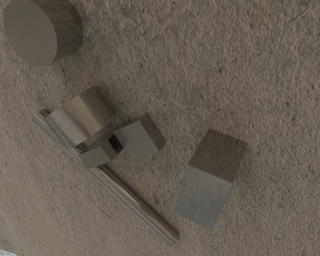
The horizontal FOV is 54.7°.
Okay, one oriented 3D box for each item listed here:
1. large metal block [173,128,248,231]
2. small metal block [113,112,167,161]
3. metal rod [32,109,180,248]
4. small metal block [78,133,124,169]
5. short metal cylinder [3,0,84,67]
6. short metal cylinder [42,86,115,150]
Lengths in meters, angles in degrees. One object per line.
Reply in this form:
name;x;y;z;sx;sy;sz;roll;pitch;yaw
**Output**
large metal block;0.062;0.060;0.375;0.050;0.080;0.079;22;127;15
small metal block;-0.028;0.012;0.427;0.050;0.025;0.050;-22;107;36
metal rod;-0.085;0.082;0.499;0.300;0.025;0.025;44;129;-3
small metal block;-0.081;0.030;0.450;0.050;0.050;0.025;-21;107;35
short metal cylinder;-0.145;-0.124;0.388;0.080;0.050;0.079;13;124;20
short metal cylinder;-0.108;-0.014;0.418;0.080;0.080;0.050;-25;105;36
